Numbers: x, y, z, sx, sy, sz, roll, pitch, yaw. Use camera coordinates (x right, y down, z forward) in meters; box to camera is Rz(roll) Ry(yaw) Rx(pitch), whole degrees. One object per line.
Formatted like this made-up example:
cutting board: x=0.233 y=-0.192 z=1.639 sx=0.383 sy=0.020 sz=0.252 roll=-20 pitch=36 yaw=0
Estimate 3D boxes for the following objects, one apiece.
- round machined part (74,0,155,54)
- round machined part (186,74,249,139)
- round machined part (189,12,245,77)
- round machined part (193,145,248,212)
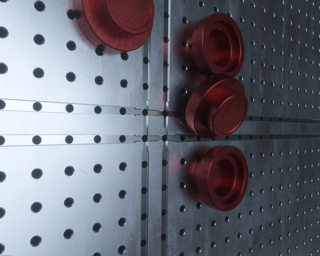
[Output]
round machined part: x=-0.045 y=-0.139 z=0.361 sx=0.099 sy=0.042 sz=0.097 roll=0 pitch=90 yaw=-40
round machined part: x=0.089 y=-0.026 z=0.449 sx=0.099 sy=0.042 sz=0.097 roll=-20 pitch=129 yaw=-27
round machined part: x=0.082 y=-0.120 z=0.469 sx=0.099 sy=0.042 sz=0.097 roll=0 pitch=90 yaw=-40
round machined part: x=0.090 y=0.075 z=0.476 sx=0.099 sy=0.042 sz=0.097 roll=0 pitch=90 yaw=-40
